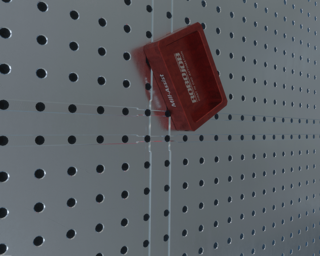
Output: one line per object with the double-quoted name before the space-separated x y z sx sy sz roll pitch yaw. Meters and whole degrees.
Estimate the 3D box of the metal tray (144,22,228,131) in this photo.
"metal tray" 0.041 -0.071 0.438 0.091 0.030 0.130 -36 112 -34
